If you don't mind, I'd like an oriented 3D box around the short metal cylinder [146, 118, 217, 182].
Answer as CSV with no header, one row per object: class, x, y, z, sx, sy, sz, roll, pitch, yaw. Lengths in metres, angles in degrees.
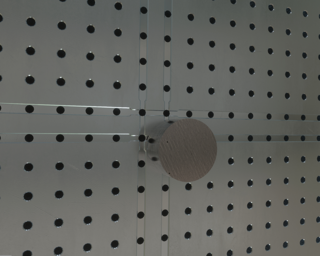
short metal cylinder,0.028,0.028,0.411,0.081,0.050,0.079,0,90,-20
